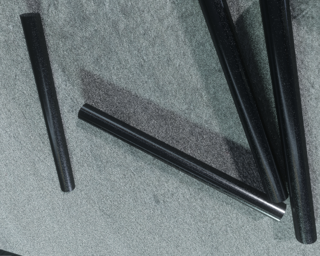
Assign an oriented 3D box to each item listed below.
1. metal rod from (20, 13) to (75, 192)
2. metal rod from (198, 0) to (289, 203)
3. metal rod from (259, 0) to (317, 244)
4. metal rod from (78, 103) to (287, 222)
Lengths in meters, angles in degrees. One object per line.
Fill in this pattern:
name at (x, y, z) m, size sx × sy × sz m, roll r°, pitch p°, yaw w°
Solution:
metal rod at (-0.167, -0.020, 0.479) m, size 0.025 × 0.025 × 0.298 m, roll 13°, pitch 124°, yaw 21°
metal rod at (0.087, -0.045, 0.332) m, size 0.025 × 0.025 × 0.299 m, roll -12°, pitch 113°, yaw 33°
metal rod at (0.143, 0.008, 0.335) m, size 0.025 × 0.025 × 0.298 m, roll -4°, pitch 117°, yaw 30°
metal rod at (0.021, 0.041, 0.419) m, size 0.301 × 0.025 × 0.025 m, roll 26°, pitch 128°, yaw 11°
